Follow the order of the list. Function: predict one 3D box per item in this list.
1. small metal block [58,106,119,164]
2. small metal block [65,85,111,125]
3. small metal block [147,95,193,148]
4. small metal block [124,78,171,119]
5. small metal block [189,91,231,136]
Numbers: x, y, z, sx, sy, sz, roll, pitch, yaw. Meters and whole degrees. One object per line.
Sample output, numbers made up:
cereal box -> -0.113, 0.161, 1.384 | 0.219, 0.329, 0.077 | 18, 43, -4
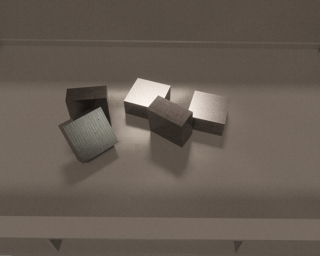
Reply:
small metal block -> -0.087, 0.007, 0.379 | 0.050, 0.050, 0.025 | -33, 19, -24
small metal block -> -0.093, -0.027, 0.409 | 0.050, 0.050, 0.025 | -6, 46, -5
small metal block -> 0.013, -0.008, 0.394 | 0.050, 0.050, 0.025 | 28, 63, 21
small metal block -> -0.017, -0.040, 0.439 | 0.050, 0.025, 0.050 | 15, 51, 12
small metal block -> 0.066, -0.021, 0.423 | 0.050, 0.025, 0.050 | 13, 51, 10
